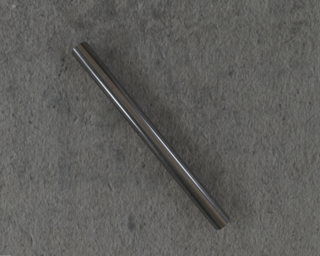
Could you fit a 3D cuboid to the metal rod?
[{"bbox_3d":[-0.012,0.011,0.409,0.025,0.025,0.300,-39,91,0],"label":"metal rod"}]
